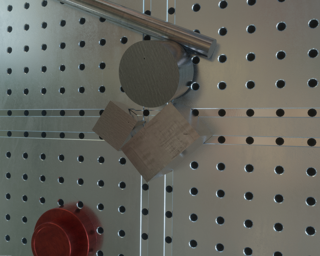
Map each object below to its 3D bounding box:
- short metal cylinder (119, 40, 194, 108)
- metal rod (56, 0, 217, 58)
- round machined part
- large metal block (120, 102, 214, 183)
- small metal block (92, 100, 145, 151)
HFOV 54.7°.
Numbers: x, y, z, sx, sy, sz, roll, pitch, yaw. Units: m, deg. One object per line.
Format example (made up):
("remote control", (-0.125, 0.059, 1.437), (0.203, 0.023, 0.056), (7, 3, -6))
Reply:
("short metal cylinder", (-0.004, -0.070, 0.390), (0.080, 0.050, 0.079), (8, 109, 23))
("metal rod", (-0.063, -0.162, 0.434), (0.301, 0.025, 0.025), (26, 99, 18))
("round machined part", (-0.148, 0.167, 0.456), (0.098, 0.042, 0.097), (0, 90, 20))
("large metal block", (0.012, 0.016, 0.379), (0.080, 0.080, 0.050), (-43, 77, 15))
("small metal block", (-0.058, -0.003, 0.433), (0.050, 0.025, 0.050), (37, 102, 16))
